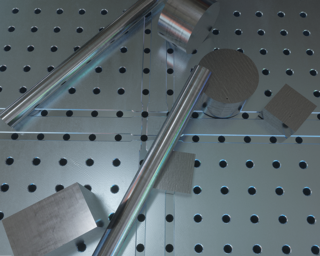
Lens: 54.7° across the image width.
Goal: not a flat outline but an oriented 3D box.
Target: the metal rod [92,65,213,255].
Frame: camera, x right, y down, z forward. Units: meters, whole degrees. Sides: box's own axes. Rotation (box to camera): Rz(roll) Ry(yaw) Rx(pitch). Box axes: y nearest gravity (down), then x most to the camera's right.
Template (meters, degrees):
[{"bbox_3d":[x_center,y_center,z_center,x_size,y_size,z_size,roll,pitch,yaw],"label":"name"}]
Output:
[{"bbox_3d":[-0.017,0.060,0.362,0.025,0.025,0.299,27,82,9],"label":"metal rod"}]

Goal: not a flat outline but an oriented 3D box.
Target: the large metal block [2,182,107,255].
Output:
[{"bbox_3d":[-0.109,0.107,0.342,0.080,0.080,0.050,-27,72,-9],"label":"large metal block"}]

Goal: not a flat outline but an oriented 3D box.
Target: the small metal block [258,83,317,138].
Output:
[{"bbox_3d":[0.173,-0.024,0.421,0.050,0.025,0.050,41,75,13],"label":"small metal block"}]

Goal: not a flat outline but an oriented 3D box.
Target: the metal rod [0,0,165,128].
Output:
[{"bbox_3d":[-0.103,-0.111,0.451,0.025,0.025,0.301,42,75,13],"label":"metal rod"}]

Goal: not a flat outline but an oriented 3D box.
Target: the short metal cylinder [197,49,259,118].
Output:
[{"bbox_3d":[0.087,-0.060,0.420,0.081,0.050,0.080,0,70,0],"label":"short metal cylinder"}]

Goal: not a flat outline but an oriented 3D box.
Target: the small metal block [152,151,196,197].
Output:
[{"bbox_3d":[0.016,0.056,0.391,0.050,0.025,0.050,8,70,3],"label":"small metal block"}]

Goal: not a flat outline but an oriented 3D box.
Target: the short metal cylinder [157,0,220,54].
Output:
[{"bbox_3d":[0.041,-0.153,0.439,0.050,0.080,0.080,36,74,12],"label":"short metal cylinder"}]
